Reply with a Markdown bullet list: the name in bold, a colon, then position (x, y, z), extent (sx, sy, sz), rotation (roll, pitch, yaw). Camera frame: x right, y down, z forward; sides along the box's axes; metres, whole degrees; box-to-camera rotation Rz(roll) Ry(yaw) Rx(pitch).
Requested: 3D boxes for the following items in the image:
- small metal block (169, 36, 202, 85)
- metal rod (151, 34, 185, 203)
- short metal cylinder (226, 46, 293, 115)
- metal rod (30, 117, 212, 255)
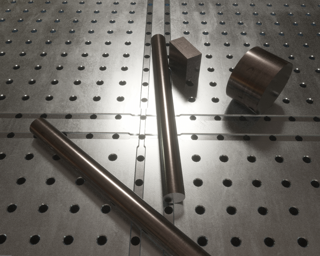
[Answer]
- **small metal block**: position (0.038, -0.104, 0.480), extent (0.025, 0.050, 0.050), rotation (-24, 54, -19)
- **metal rod**: position (0.006, -0.037, 0.438), extent (0.025, 0.025, 0.300), rotation (-2, 50, -3)
- **short metal cylinder**: position (0.137, -0.065, 0.428), extent (0.080, 0.080, 0.050), rotation (-37, 60, -27)
- **metal rod**: position (-0.047, 0.073, 0.345), extent (0.300, 0.025, 0.025), rotation (34, 58, 25)
